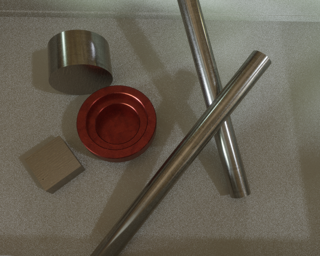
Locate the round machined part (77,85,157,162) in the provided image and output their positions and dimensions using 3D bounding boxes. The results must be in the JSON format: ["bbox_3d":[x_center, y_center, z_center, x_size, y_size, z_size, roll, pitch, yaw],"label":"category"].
[{"bbox_3d":[-0.053,-0.003,0.401,0.099,0.042,0.098,0,70,-1],"label":"round machined part"}]

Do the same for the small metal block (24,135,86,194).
[{"bbox_3d":[-0.132,0.046,0.391,0.050,0.025,0.050,-37,74,-13],"label":"small metal block"}]

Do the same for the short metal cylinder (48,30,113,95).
[{"bbox_3d":[-0.106,-0.084,0.410,0.081,0.080,0.050,-8,71,-3],"label":"short metal cylinder"}]

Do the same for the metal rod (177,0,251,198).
[{"bbox_3d":[0.060,-0.061,0.377,0.025,0.025,0.298,-16,92,-6],"label":"metal rod"}]

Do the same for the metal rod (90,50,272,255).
[{"bbox_3d":[0.023,0.037,0.353,0.025,0.025,0.300,39,90,12],"label":"metal rod"}]
